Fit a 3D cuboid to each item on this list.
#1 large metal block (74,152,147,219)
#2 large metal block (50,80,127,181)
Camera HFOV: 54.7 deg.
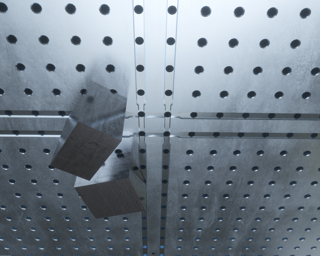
[{"bbox_3d":[-0.071,0.088,0.469,0.080,0.050,0.080,-12,130,9],"label":"large metal block"},{"bbox_3d":[-0.085,0.003,0.377,0.050,0.080,0.080,27,125,-21],"label":"large metal block"}]
